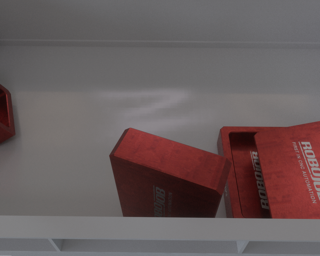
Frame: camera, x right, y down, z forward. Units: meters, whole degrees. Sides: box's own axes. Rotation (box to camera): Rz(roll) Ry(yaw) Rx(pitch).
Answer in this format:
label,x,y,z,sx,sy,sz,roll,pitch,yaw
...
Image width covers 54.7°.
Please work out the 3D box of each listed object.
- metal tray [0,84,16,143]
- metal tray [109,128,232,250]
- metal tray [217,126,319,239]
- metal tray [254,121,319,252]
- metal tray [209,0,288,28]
label,x,y,z,sx,sy,sz,roll,pitch,yaw
metal tray,-0.235,-0.044,0.371,0.030,0.130,0.090,-30,53,4
metal tray,0.008,0.062,0.285,0.090,0.129,0.030,17,53,14
metal tray,0.119,0.057,0.354,0.091,0.030,0.130,1,50,0
metal tray,0.150,0.051,0.307,0.090,0.030,0.130,-11,40,15
metal tray,0.167,-0.234,0.602,0.131,0.030,0.090,-2,50,-2
